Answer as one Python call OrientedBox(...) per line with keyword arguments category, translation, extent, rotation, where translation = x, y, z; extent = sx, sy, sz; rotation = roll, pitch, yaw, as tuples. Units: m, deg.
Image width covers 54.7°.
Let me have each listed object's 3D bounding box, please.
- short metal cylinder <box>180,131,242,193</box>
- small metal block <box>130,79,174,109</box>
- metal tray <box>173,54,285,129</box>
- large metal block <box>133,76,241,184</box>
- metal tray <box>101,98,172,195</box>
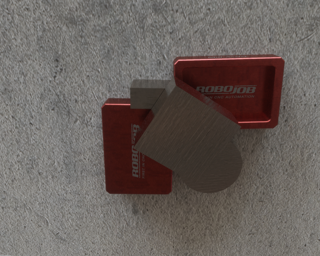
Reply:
OrientedBox(category="short metal cylinder", translation=(0.063, 0.039, 0.412), extent=(0.080, 0.050, 0.079), rotation=(0, 110, 0))
OrientedBox(category="small metal block", translation=(-0.009, -0.043, 0.382), extent=(0.050, 0.050, 0.025), rotation=(1, 110, -1))
OrientedBox(category="metal tray", translation=(0.083, -0.045, 0.392), extent=(0.131, 0.030, 0.089), rotation=(-2, 110, 0))
OrientedBox(category="large metal block", translation=(0.028, 0.001, 0.344), extent=(0.080, 0.050, 0.080), rotation=(31, 107, -11))
OrientedBox(category="metal tray", translation=(-0.028, 0.026, 0.419), extent=(0.091, 0.030, 0.129), rotation=(1, 110, 0))
